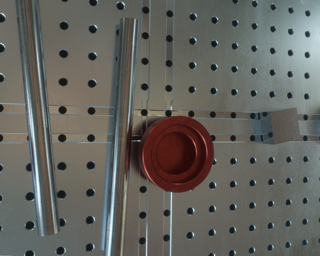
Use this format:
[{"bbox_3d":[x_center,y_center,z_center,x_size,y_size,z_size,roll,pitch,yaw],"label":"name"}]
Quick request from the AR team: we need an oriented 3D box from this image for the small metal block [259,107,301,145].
[{"bbox_3d":[0.186,-0.004,0.481,0.050,0.025,0.050,-9,93,-20],"label":"small metal block"}]

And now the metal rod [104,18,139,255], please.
[{"bbox_3d":[-0.049,0.012,0.394,0.025,0.025,0.298,4,89,-20],"label":"metal rod"}]

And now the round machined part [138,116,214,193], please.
[{"bbox_3d":[0.018,0.033,0.410,0.099,0.042,0.097,0,90,-20],"label":"round machined part"}]

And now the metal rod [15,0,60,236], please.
[{"bbox_3d":[-0.143,-0.026,0.359,0.025,0.025,0.298,-5,92,-20],"label":"metal rod"}]
